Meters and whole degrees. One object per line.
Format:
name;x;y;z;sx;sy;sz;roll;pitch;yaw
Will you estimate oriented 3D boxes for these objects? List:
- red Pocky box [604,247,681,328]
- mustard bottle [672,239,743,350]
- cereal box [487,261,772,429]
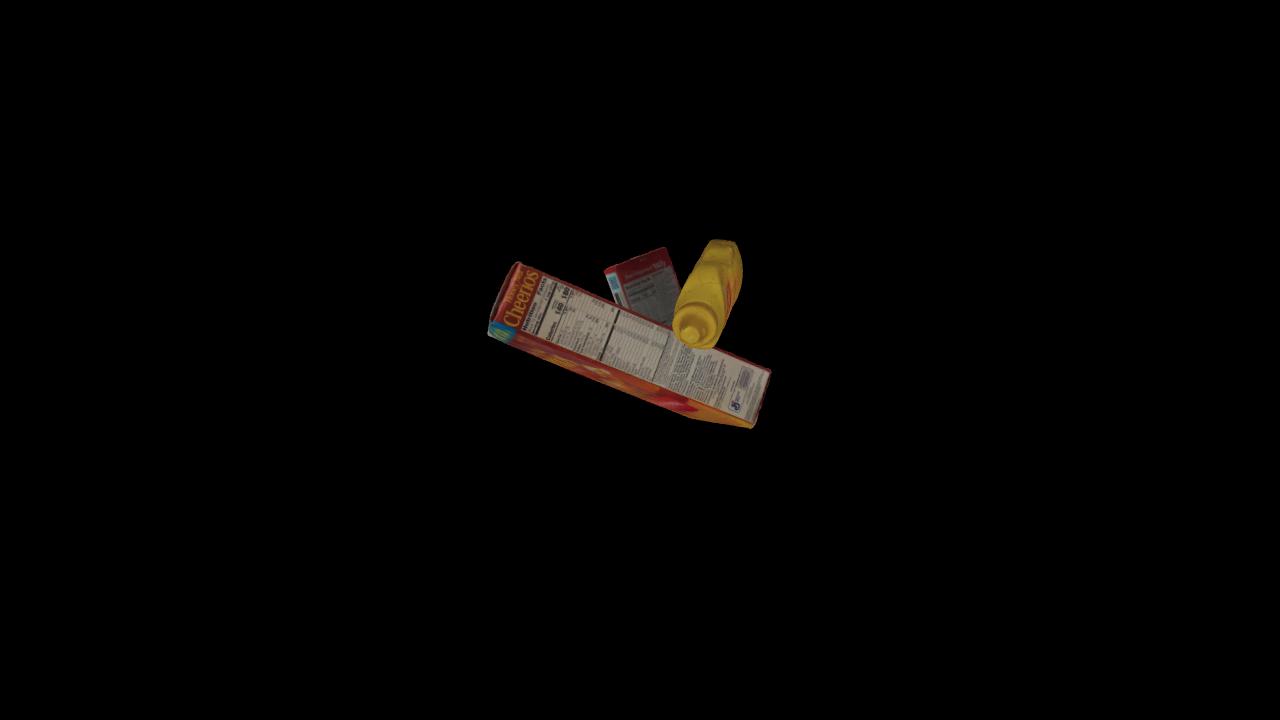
red Pocky box;0.020;-0.047;0.720;0.083;0.155;0.028;-26;12;-34
mustard bottle;0.068;-0.059;0.631;0.054;0.092;0.184;15;28;10
cereal box;-0.026;-0.009;0.731;0.306;0.081;0.203;22;-7;-14
